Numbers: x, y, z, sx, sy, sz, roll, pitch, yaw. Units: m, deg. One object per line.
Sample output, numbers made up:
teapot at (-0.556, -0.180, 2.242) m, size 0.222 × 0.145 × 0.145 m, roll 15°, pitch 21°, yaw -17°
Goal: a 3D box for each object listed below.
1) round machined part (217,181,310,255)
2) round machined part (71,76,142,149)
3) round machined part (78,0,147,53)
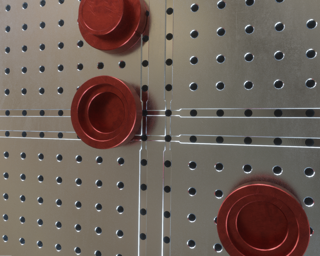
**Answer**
round machined part at (0.119, 0.111, 0.361) m, size 0.098 × 0.042 × 0.097 m, roll 0°, pitch 90°, yaw 19°
round machined part at (-0.069, -0.021, 0.427) m, size 0.098 × 0.042 × 0.097 m, roll 0°, pitch 90°, yaw 19°
round machined part at (-0.072, -0.156, 0.428) m, size 0.098 × 0.042 × 0.097 m, roll 0°, pitch 90°, yaw 19°
